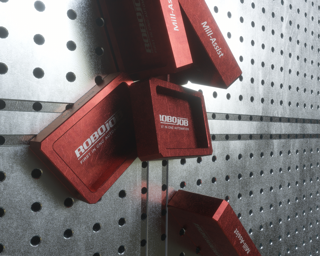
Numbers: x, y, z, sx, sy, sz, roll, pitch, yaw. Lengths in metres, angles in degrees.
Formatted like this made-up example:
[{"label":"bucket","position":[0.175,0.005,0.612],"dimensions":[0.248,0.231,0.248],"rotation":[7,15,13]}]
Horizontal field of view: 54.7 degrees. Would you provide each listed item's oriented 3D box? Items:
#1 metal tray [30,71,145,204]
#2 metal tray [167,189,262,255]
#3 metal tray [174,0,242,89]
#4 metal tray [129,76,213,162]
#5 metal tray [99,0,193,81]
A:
[{"label":"metal tray","position":[-0.065,0.008,0.352],"dimensions":[0.131,0.030,0.090],"rotation":[-48,119,-29]},{"label":"metal tray","position":[0.077,0.146,0.434],"dimensions":[0.030,0.090,0.130],"rotation":[-49,119,-29]},{"label":"metal tray","position":[0.042,-0.113,0.400],"dimensions":[0.030,0.090,0.130],"rotation":[-43,118,-12]},{"label":"metal tray","position":[0.019,-0.007,0.387],"dimensions":[0.131,0.030,0.090],"rotation":[5,74,-56]},{"label":"metal tray","position":[-0.021,-0.122,0.349],"dimensions":[0.030,0.090,0.129],"rotation":[-27,108,-43]}]
